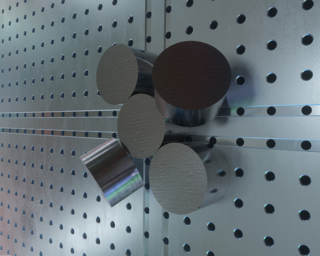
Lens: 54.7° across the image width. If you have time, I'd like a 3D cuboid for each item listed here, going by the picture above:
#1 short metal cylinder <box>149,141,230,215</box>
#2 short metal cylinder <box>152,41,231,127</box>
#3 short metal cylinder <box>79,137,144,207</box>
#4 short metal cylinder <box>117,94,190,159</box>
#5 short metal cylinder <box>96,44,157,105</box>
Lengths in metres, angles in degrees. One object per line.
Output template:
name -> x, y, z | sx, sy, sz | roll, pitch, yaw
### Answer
short metal cylinder -> 0.034, 0.056, 0.363 | 0.080, 0.050, 0.079 | 0, 90, 39
short metal cylinder -> 0.033, -0.047, 0.338 | 0.080, 0.050, 0.080 | -1, 70, 2
short metal cylinder -> -0.066, 0.059, 0.418 | 0.080, 0.050, 0.080 | 50, 161, 25
short metal cylinder -> -0.009, -0.002, 0.398 | 0.080, 0.050, 0.079 | 0, 90, 39
short metal cylinder -> -0.042, -0.070, 0.425 | 0.080, 0.050, 0.079 | 0, 90, 39
